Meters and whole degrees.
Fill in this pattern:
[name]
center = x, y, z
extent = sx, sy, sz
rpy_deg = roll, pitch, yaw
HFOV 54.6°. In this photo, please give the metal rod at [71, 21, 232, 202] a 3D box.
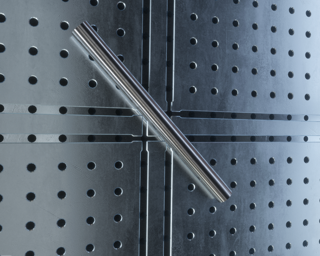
[metal rod]
center = -0.003, -0.012, 0.412
extent = 0.025, 0.025, 0.300
rpy_deg = -45, 104, -14
